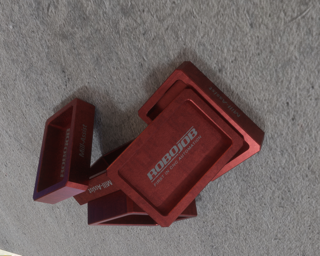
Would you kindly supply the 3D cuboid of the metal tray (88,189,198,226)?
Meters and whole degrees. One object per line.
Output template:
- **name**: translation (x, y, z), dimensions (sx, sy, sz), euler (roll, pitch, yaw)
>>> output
- **metal tray**: translation (-0.022, 0.114, 0.433), dimensions (0.090, 0.131, 0.030), euler (-27, 59, 37)

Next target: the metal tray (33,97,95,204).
- **metal tray**: translation (-0.134, 0.032, 0.436), dimensions (0.090, 0.130, 0.030), euler (-27, 142, 36)

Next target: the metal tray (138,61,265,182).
- **metal tray**: translation (0.048, -0.005, 0.376), dimensions (0.130, 0.030, 0.090), euler (43, 129, -3)

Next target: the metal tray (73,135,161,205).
- **metal tray**: translation (-0.057, 0.053, 0.428), dimensions (0.130, 0.090, 0.030), euler (-27, 104, 37)

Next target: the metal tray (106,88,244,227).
- **metal tray**: translation (0.016, 0.031, 0.346), dimensions (0.090, 0.030, 0.130), euler (44, 84, -3)
